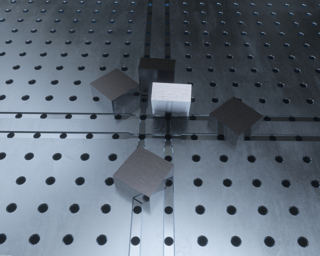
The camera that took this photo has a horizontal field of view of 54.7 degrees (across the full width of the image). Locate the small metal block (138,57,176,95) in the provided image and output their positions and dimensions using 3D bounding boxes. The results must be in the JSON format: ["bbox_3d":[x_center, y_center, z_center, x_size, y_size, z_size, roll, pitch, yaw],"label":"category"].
[{"bbox_3d":[-0.004,-0.074,0.454,0.050,0.050,0.025,5,50,3],"label":"small metal block"}]

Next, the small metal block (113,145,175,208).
[{"bbox_3d":[-0.018,0.055,0.361,0.050,0.025,0.050,27,55,20],"label":"small metal block"}]

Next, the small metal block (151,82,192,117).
[{"bbox_3d":[0.015,-0.038,0.420,0.050,0.050,0.025,3,70,2],"label":"small metal block"}]

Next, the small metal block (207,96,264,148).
[{"bbox_3d":[0.101,-0.009,0.417,0.050,0.025,0.050,-34,58,-26],"label":"small metal block"}]

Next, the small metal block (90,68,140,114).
[{"bbox_3d":[-0.066,-0.056,0.454,0.050,0.025,0.050,-37,59,-27],"label":"small metal block"}]
